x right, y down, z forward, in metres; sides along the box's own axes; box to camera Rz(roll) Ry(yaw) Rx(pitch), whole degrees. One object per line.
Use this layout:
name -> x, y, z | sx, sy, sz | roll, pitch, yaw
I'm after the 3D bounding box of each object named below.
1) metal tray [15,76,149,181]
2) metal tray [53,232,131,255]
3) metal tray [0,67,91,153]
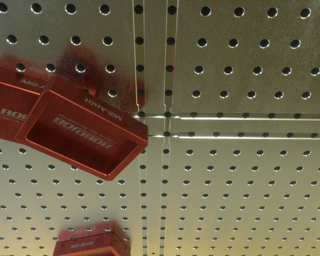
metal tray -> -0.090, 0.007, 0.372 | 0.131, 0.030, 0.090 | 30, 124, -24
metal tray -> -0.136, 0.257, 0.625 | 0.130, 0.030, 0.090 | -15, 129, 12
metal tray -> -0.156, -0.017, 0.392 | 0.131, 0.030, 0.089 | 17, 128, -15
